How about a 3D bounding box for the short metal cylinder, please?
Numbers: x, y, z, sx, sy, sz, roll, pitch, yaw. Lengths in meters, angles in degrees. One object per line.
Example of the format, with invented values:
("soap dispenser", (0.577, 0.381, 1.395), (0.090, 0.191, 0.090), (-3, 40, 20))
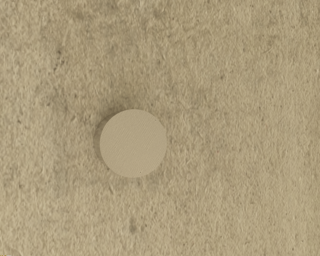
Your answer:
("short metal cylinder", (-0.038, 0.018, 0.383), (0.081, 0.050, 0.079), (0, 90, -21))
